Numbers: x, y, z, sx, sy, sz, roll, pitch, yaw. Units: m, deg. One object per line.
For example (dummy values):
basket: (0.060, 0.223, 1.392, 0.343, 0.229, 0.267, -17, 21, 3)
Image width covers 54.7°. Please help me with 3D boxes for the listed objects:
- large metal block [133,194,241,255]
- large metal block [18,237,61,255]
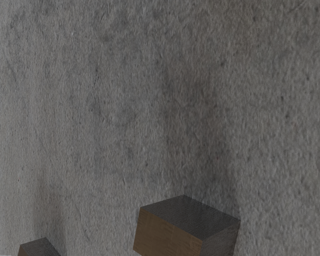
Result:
large metal block: (0.030, 0.118, 0.343, 0.080, 0.081, 0.050, 17, 101, 38)
large metal block: (-0.222, 0.264, 0.568, 0.080, 0.050, 0.079, 30, 108, 35)
